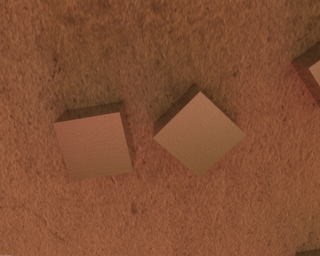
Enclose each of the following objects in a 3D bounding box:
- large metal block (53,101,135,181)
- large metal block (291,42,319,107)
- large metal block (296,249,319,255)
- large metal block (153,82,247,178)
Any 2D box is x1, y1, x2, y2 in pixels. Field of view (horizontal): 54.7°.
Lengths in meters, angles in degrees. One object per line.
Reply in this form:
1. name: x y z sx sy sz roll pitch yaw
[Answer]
1. large metal block: -0.080 0.016 0.401 0.080 0.050 0.079 -9 110 3
2. large metal block: 0.223 -0.070 0.374 0.080 0.050 0.080 -36 107 12
3. large metal block: 0.267 0.239 0.489 0.080 0.050 0.079 -11 110 3
4. large metal block: 0.048 0.002 0.398 0.080 0.050 0.080 41 105 -14
